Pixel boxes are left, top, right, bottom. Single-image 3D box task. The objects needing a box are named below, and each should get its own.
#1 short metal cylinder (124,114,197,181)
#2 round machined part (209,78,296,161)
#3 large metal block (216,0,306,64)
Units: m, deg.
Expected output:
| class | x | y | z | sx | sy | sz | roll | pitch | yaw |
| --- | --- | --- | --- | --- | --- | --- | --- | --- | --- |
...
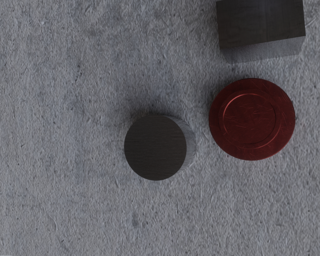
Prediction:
| class | x | y | z | sx | sy | sz | roll | pitch | yaw |
| --- | --- | --- | --- | --- | --- | --- | --- | --- | --- |
| short metal cylinder | 0.002 | 0.023 | 0.395 | 0.080 | 0.050 | 0.080 | 0 | 90 | 20 |
| round machined part | 0.106 | -0.010 | 0.363 | 0.098 | 0.042 | 0.097 | 0 | 90 | 20 |
| large metal block | 0.110 | -0.108 | 0.341 | 0.080 | 0.080 | 0.050 | -5 | 89 | 20 |
